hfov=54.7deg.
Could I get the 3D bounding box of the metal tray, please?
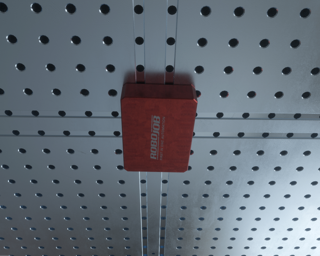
[{"bbox_3d":[-0.003,0.005,0.411,0.091,0.030,0.129,1,130,-2],"label":"metal tray"}]
